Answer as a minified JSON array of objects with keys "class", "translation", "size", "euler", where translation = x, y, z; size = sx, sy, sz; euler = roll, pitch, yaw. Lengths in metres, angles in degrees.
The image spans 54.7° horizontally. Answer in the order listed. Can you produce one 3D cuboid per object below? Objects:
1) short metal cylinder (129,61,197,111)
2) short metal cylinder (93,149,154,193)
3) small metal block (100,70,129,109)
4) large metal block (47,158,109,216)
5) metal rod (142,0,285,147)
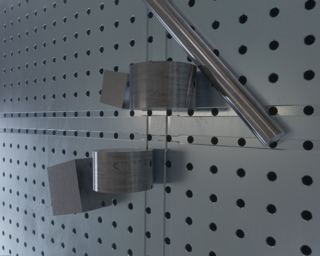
[{"class":"short metal cylinder","translation":[0.004,-0.047,0.370],"size":[0.080,0.081,0.050],"euler":[1,90,40]},{"class":"short metal cylinder","translation":[-0.049,0.054,0.414],"size":[0.080,0.081,0.050],"euler":[-1,89,40]},{"class":"small metal block","translation":[-0.060,-0.057,0.459],"size":[0.050,0.025,0.050],"euler":[17,101,38]},{"class":"large metal block","translation":[-0.135,0.095,0.505],"size":[0.080,0.050,0.080],"euler":[-18,79,38]},{"class":"metal rod","translation":[0.040,-0.101,0.376],"size":[0.025,0.025,0.299],"euler":[-49,61,29]}]
